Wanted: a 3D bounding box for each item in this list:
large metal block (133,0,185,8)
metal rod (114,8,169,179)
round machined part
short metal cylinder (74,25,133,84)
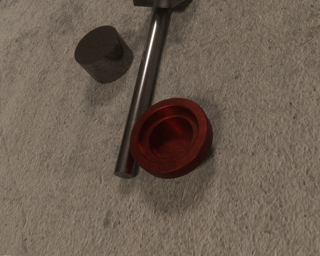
[{"bbox_3d":[0.007,-0.239,0.511,0.080,0.050,0.080,19,47,35],"label":"large metal block"},{"bbox_3d":[-0.022,-0.072,0.457,0.025,0.025,0.299,-4,60,26],"label":"metal rod"},{"bbox_3d":[0.017,0.015,0.374,0.098,0.042,0.098,-13,56,20],"label":"round machined part"},{"bbox_3d":[-0.091,-0.120,0.507,0.080,0.050,0.080,-13,56,20],"label":"short metal cylinder"}]
